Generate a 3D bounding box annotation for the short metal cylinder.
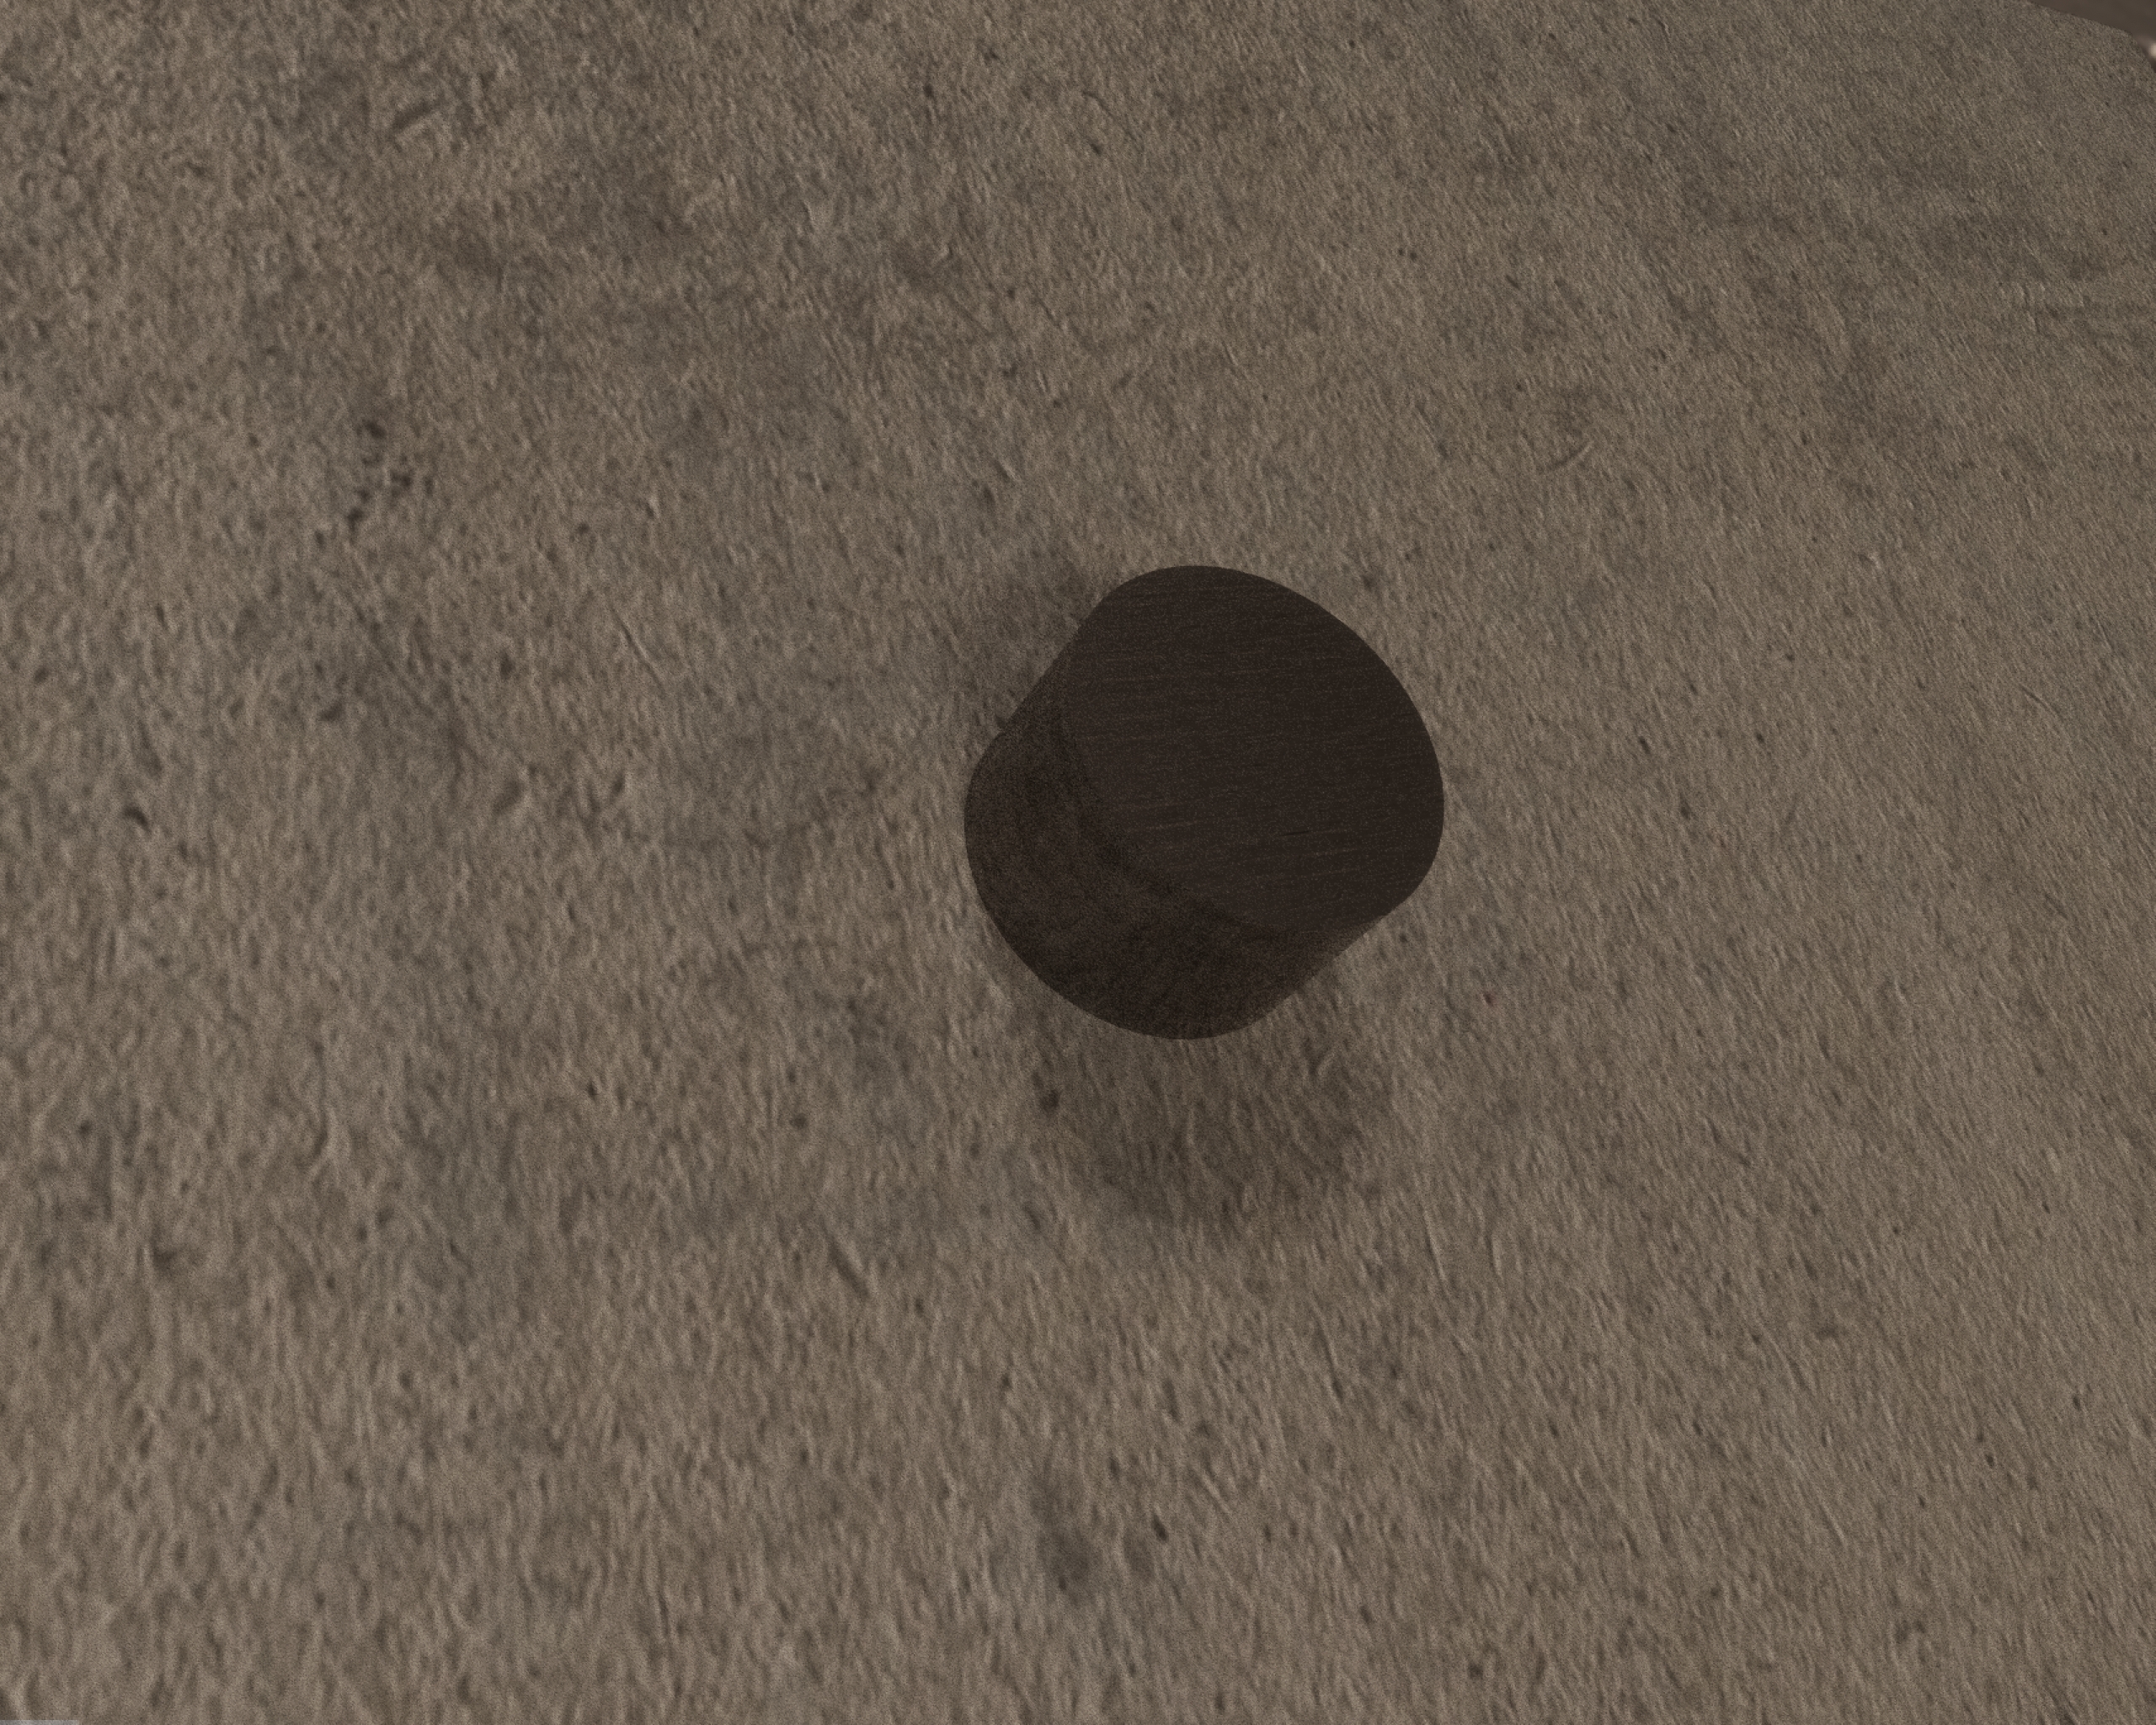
[{"bbox_3d":[0.024,-0.011,0.411,0.081,0.050,0.080,14,56,-21],"label":"short metal cylinder"}]
